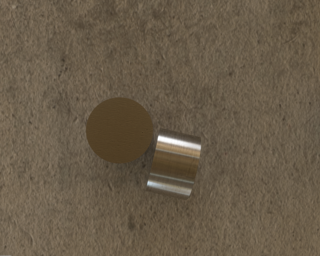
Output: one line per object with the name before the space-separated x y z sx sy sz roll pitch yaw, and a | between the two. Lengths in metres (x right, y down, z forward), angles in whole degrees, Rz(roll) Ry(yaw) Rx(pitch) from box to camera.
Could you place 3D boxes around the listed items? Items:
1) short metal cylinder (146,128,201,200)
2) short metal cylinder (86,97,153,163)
short metal cylinder | 0.016 0.044 0.383 0.050 0.080 0.080 13 90 0
short metal cylinder | -0.049 0.003 0.397 0.081 0.050 0.079 0 90 -1
